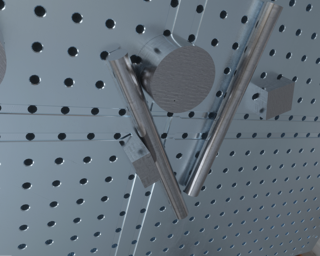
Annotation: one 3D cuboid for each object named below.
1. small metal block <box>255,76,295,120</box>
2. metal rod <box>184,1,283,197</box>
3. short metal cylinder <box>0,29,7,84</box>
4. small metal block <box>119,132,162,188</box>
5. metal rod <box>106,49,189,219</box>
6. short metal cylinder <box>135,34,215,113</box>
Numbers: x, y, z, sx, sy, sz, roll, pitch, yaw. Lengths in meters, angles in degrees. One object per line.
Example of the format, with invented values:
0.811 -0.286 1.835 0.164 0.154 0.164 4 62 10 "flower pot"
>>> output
0.177 -0.046 0.479 0.050 0.025 0.050 -21 126 -16 "small metal block"
0.098 -0.026 0.447 0.025 0.025 0.298 6 116 -31 "metal rod"
-0.174 -0.065 0.259 0.081 0.050 0.079 -14 124 -21 "short metal cylinder"
-0.026 0.042 0.407 0.025 0.050 0.050 -29 128 -10 "small metal block"
-0.006 0.031 0.427 0.025 0.025 0.299 -29 128 -10 "metal rod"
0.017 -0.064 0.364 0.081 0.050 0.079 -14 125 -21 "short metal cylinder"
